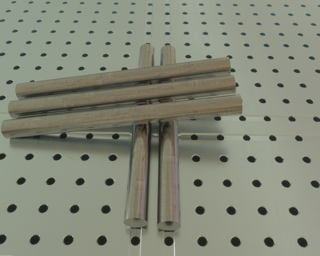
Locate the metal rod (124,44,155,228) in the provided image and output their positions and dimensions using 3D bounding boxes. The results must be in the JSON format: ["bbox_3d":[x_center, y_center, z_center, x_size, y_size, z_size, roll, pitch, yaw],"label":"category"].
[{"bbox_3d":[-0.023,-0.015,0.420,0.025,0.025,0.300,1,50,0],"label":"metal rod"}]

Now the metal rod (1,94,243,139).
[{"bbox_3d":[-0.051,-0.014,0.391,0.302,0.025,0.025,-6,50,5],"label":"metal rod"}]

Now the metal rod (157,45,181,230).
[{"bbox_3d":[0.011,-0.013,0.419,0.025,0.025,0.300,1,50,0],"label":"metal rod"}]

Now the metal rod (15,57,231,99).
[{"bbox_3d":[-0.054,-0.069,0.438,0.302,0.025,0.025,-6,50,4],"label":"metal rod"}]

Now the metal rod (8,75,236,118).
[{"bbox_3d":[-0.053,-0.041,0.415,0.302,0.025,0.025,-6,50,5],"label":"metal rod"}]
